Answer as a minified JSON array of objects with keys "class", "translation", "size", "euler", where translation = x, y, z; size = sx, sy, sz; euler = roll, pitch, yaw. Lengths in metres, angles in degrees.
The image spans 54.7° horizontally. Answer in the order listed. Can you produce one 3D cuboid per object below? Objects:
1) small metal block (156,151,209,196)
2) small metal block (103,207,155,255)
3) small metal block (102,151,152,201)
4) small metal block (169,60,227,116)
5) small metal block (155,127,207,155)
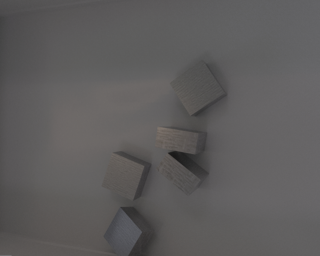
[{"class":"small metal block","translation":[0.029,0.054,0.387],"size":[0.050,0.050,0.025],"euler":[38,102,16]},{"class":"small metal block","translation":[-0.042,0.142,0.417],"size":[0.050,0.025,0.050],"euler":[37,102,38]},{"class":"small metal block","translation":[-0.046,0.065,0.427],"size":[0.050,0.025,0.050],"euler":[21,97,18]},{"class":"small metal block","translation":[0.049,-0.049,0.393],"size":[0.050,0.025,0.050],"euler":[-34,79,16]},{"class":"small metal block","translation":[0.028,0.014,0.387],"size":[0.050,0.050,0.025],"euler":[9,93,20]}]
